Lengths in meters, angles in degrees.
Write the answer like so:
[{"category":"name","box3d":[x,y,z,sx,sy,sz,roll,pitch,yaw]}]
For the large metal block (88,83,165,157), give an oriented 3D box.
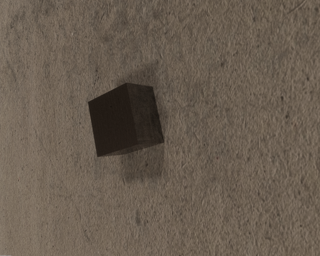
[{"category":"large metal block","box3d":[-0.048,-0.009,0.426,0.080,0.050,0.080,-19,78,38]}]
